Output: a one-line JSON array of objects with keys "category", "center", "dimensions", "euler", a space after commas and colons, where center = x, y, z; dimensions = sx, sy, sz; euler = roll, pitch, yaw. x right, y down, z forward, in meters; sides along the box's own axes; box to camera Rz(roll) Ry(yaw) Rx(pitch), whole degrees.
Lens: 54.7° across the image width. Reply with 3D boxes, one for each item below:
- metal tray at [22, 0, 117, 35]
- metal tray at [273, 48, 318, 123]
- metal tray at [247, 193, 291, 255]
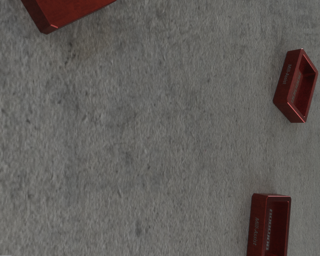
[{"category": "metal tray", "center": [-0.111, -0.173, 0.309], "dimensions": [0.090, 0.030, 0.130], "euler": [-42, 116, -32]}, {"category": "metal tray", "center": [0.284, -0.086, 0.643], "dimensions": [0.090, 0.030, 0.130], "euler": [35, 68, -35]}, {"category": "metal tray", "center": [0.204, 0.189, 0.576], "dimensions": [0.091, 0.030, 0.129], "euler": [12, 83, -40]}]
